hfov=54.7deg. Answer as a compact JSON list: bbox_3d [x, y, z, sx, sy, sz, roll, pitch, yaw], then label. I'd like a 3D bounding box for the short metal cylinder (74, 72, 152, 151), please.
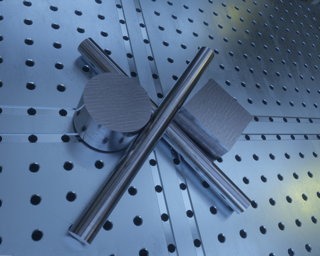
[{"bbox_3d":[-0.057,-0.019,0.368,0.081,0.050,0.080,14,56,-21],"label":"short metal cylinder"}]

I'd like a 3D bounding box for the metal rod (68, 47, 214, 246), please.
[{"bbox_3d":[-0.005,-0.001,0.374,0.025,0.025,0.301,37,59,-4],"label":"metal rod"}]

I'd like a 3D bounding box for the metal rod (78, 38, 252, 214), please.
[{"bbox_3d":[0.004,-0.005,0.408,0.300,0.025,0.025,46,51,3],"label":"metal rod"}]

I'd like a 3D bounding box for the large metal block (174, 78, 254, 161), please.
[{"bbox_3d":[0.069,-0.010,0.430,0.080,0.050,0.080,44,51,2],"label":"large metal block"}]
